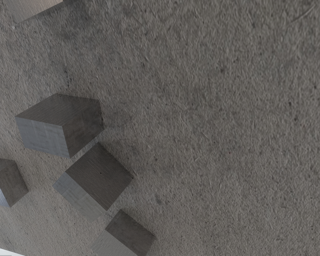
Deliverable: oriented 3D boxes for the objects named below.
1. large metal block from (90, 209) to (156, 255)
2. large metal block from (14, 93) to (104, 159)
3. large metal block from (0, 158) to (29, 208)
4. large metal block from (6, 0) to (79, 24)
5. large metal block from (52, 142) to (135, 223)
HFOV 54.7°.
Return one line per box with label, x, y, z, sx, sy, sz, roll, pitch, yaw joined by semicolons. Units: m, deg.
large metal block;-0.067;0.204;0.553;0.080;0.050;0.080;38;129;2
large metal block;-0.139;-0.006;0.441;0.080;0.080;0.050;10;123;23
large metal block;-0.329;0.109;0.632;0.080;0.050;0.079;4;120;26
large metal block;-0.140;-0.177;0.356;0.080;0.050;0.080;-8;114;32
large metal block;-0.100;0.082;0.475;0.080;0.080;0.050;45;129;-3
